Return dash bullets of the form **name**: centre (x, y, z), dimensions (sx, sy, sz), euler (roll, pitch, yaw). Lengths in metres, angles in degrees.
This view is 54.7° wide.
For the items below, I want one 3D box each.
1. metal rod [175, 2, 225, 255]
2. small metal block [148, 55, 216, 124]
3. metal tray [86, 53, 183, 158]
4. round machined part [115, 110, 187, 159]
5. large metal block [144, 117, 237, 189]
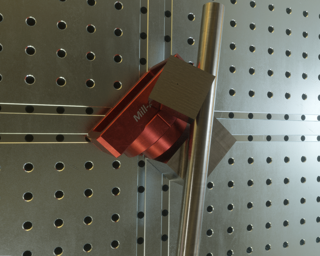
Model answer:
- **metal rod**: centre (0.044, 0.011, 0.345), dimensions (0.025, 0.025, 0.298), euler (7, 88, -20)
- **small metal block**: centre (0.021, -0.039, 0.317), dimensions (0.050, 0.025, 0.050), euler (26, 79, 0)
- **metal tray**: centre (-0.027, -0.026, 0.369), dimensions (0.030, 0.090, 0.130), euler (45, 76, -15)
- **round machined part**: centre (-0.005, -0.001, 0.377), dimensions (0.042, 0.098, 0.098), euler (44, 76, -15)
- **large metal block**: centre (0.036, 0.027, 0.395), dimensions (0.050, 0.080, 0.080), euler (45, 76, -15)
